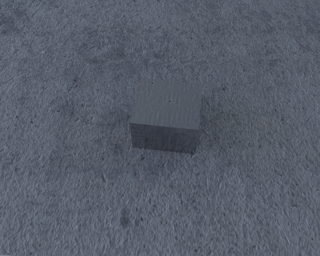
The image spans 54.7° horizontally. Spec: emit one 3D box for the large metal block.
[{"bbox_3d":[0.010,-0.016,0.402,0.080,0.050,0.080,6,50,4],"label":"large metal block"}]
